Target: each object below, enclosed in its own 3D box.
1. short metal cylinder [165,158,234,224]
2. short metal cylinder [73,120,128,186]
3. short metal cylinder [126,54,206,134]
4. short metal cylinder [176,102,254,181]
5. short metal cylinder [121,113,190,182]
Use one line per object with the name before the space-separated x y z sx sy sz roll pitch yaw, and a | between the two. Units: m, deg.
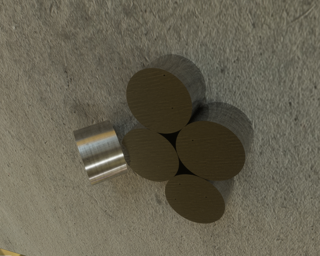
short metal cylinder | 0.054 0.079 0.413 0.080 0.050 0.079 13 124 21
short metal cylinder | -0.083 0.034 0.430 0.080 0.050 0.080 161 90 -76
short metal cylinder | 0.008 -0.040 0.363 0.080 0.050 0.079 13 124 21
short metal cylinder | 0.066 0.015 0.367 0.080 0.050 0.079 13 124 21
short metal cylinder | -0.003 0.023 0.408 0.080 0.050 0.079 13 124 21
